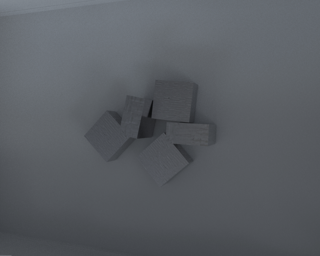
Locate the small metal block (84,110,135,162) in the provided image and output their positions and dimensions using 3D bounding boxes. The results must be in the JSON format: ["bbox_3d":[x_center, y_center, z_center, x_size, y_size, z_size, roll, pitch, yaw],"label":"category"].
[{"bbox_3d":[-0.068,0.011,0.431,0.050,0.025,0.050,-46,76,14],"label":"small metal block"}]

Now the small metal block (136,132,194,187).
[{"bbox_3d":[0.007,0.041,0.405,0.050,0.025,0.050,-42,77,15],"label":"small metal block"}]

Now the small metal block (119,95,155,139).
[{"bbox_3d":[-0.026,-0.014,0.403,0.025,0.050,0.050,13,95,19],"label":"small metal block"}]

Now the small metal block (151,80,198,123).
[{"bbox_3d":[0.019,-0.034,0.401,0.050,0.025,0.050,7,92,19],"label":"small metal block"}]

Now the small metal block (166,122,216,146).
[{"bbox_3d":[0.039,0.007,0.380,0.050,0.050,0.025,3,91,19],"label":"small metal block"}]
